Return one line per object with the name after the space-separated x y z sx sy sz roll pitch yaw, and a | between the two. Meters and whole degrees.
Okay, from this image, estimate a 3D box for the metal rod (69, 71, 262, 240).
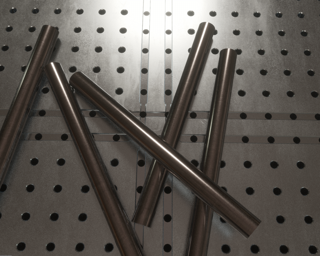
-0.010 0.019 0.379 0.300 0.025 0.025 39 74 22 | metal rod

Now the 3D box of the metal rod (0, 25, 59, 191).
-0.193 -0.008 0.412 0.025 0.025 0.299 11 70 3 | metal rod

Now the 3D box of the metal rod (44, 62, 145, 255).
-0.087 0.041 0.395 0.025 0.025 0.299 -25 72 -9 | metal rod

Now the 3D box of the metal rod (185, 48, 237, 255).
0.069 0.028 0.402 0.025 0.025 0.299 12 70 4 | metal rod

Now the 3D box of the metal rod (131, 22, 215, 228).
0.024 -0.018 0.418 0.025 0.025 0.299 17 71 6 | metal rod
